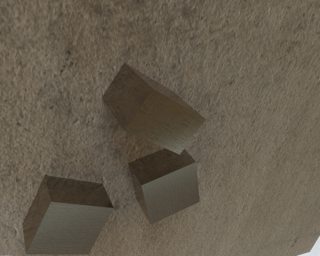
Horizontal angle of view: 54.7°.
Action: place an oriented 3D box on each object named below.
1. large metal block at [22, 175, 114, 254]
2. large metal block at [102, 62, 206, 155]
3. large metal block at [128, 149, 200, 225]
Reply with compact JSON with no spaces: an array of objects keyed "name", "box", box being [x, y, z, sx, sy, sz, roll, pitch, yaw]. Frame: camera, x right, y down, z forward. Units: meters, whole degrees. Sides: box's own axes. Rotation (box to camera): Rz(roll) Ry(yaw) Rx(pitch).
[{"name":"large metal block","box":[-0.119,0.113,0.397,0.081,0.050,0.080,17,109,-35]},{"name":"large metal block","box":[-0.009,-0.023,0.354,0.080,0.080,0.050,26,104,-38]},{"name":"large metal block","box":[0.007,0.079,0.446,0.081,0.050,0.079,-21,127,-16]}]
